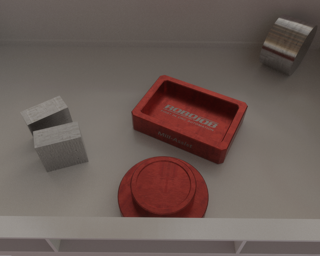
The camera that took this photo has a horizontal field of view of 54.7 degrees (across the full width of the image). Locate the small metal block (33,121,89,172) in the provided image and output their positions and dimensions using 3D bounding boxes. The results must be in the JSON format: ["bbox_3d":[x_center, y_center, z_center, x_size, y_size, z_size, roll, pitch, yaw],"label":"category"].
[{"bbox_3d":[-0.116,0.023,0.368,0.050,0.050,0.025,-14,52,-12],"label":"small metal block"}]

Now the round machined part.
[{"bbox_3d":[0.004,0.070,0.335,0.099,0.042,0.098,0,50,0],"label":"round machined part"}]

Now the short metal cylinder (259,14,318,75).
[{"bbox_3d":[0.198,-0.129,0.480,0.050,0.080,0.080,32,57,23],"label":"short metal cylinder"}]

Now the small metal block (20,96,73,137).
[{"bbox_3d":[-0.140,-0.006,0.392,0.050,0.050,0.025,-28,56,-22],"label":"small metal block"}]

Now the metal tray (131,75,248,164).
[{"bbox_3d":[0.039,-0.016,0.415,0.130,0.030,0.090,22,53,17],"label":"metal tray"}]
